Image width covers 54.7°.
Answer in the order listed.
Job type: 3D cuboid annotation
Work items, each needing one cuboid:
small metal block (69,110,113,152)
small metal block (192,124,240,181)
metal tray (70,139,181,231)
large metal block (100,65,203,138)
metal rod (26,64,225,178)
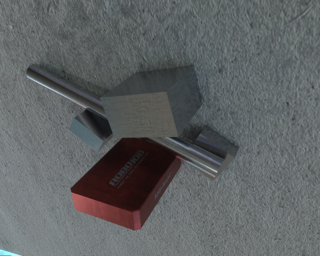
[{"bbox_3d":[-0.089,-0.002,0.435,0.050,0.050,0.025,38,129,2],"label":"small metal block"},{"bbox_3d":[0.063,0.031,0.394,0.050,0.025,0.050,36,129,4],"label":"small metal block"},{"bbox_3d":[-0.037,0.062,0.397,0.090,0.131,0.030,12,123,21],"label":"metal tray"},{"bbox_3d":[-0.006,-0.031,0.354,0.080,0.080,0.050,-2,118,29],"label":"large metal block"},{"bbox_3d":[-0.058,-0.017,0.409,0.301,0.025,0.025,27,128,17],"label":"metal rod"}]
